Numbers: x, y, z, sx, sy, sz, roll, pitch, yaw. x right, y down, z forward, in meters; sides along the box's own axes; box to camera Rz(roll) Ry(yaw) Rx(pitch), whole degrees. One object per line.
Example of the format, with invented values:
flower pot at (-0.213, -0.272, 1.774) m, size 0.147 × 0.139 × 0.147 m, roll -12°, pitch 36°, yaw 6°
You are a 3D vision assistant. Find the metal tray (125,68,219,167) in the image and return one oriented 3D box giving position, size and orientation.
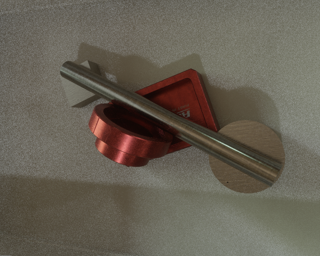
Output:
metal tray at (0.003, -0.011, 0.404) m, size 0.130 × 0.030 × 0.090 m, roll -20°, pitch 84°, yaw 18°

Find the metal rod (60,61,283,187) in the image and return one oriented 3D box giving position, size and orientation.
metal rod at (-0.006, -0.016, 0.367) m, size 0.300 × 0.025 × 0.025 m, roll 28°, pitch 99°, yaw 24°

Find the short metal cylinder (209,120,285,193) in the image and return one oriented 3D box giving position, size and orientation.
short metal cylinder at (0.101, 0.031, 0.360) m, size 0.080 × 0.050 × 0.079 m, roll 0°, pitch 90°, yaw 19°

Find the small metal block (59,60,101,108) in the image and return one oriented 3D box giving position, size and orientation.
small metal block at (-0.110, -0.062, 0.446) m, size 0.050 × 0.025 × 0.050 m, roll -23°, pitch 83°, yaw 18°

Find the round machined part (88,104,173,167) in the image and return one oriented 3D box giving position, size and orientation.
round machined part at (-0.038, 0.011, 0.369) m, size 0.098 × 0.098 × 0.042 m, roll 29°, pitch 107°, yaw 17°
